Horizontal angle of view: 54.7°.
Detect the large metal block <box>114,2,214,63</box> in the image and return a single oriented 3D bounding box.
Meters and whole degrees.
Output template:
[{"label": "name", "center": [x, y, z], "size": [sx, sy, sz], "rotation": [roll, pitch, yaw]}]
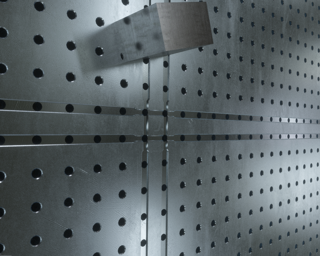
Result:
[{"label": "large metal block", "center": [0.005, -0.116, 0.379], "size": [0.081, 0.080, 0.050], "rotation": [-20, 103, -39]}]
